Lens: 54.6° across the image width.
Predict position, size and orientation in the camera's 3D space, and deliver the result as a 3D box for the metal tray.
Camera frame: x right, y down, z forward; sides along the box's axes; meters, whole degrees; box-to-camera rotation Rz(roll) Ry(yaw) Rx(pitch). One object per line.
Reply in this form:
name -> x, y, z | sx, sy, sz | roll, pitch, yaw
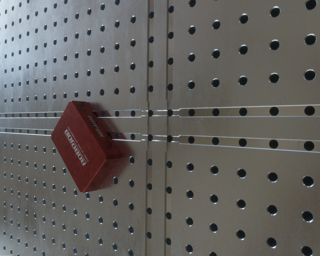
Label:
metal tray -> -0.126, 0.029, 0.512 | 0.130, 0.030, 0.090 | 52, 120, 27
